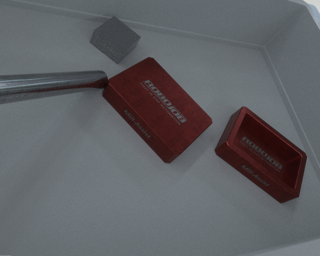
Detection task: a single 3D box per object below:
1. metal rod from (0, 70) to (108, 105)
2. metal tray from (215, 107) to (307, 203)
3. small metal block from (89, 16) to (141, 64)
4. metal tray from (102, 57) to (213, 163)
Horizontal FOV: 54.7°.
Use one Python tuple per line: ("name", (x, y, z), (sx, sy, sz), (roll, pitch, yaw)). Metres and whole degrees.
("metal rod", (-0.137, -0.034, 0.270), (0.025, 0.025, 0.301), (50, 25, 6))
("metal tray", (0.154, 0.038, 0.464), (0.130, 0.030, 0.090), (37, 51, -4))
("small metal block", (-0.064, -0.128, 0.451), (0.050, 0.025, 0.050), (38, 51, -3))
("metal tray", (-0.002, -0.028, 0.420), (0.130, 0.030, 0.091), (47, 51, 4))
